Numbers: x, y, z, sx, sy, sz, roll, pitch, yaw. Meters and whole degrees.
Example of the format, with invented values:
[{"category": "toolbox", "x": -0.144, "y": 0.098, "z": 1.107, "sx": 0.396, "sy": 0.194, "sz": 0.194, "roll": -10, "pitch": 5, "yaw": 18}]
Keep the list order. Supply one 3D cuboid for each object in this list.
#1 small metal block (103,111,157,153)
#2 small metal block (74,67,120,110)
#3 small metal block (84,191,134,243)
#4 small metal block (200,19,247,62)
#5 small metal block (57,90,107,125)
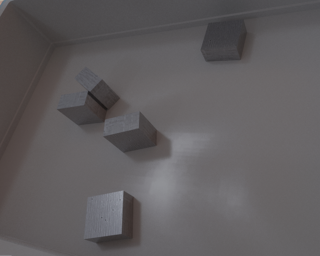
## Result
[{"category": "small metal block", "x": -0.038, "y": 0.006, "z": 0.404, "sx": 0.050, "sy": 0.050, "sz": 0.025, "roll": -13, "pitch": 57, "yaw": 21}, {"category": "small metal block", "x": -0.096, "y": -0.061, "z": 0.476, "sx": 0.025, "sy": 0.050, "sz": 0.050, "roll": -48, "pitch": 52, "yaw": -5}, {"category": "small metal block", "x": -0.060, "y": 0.107, "z": 0.370, "sx": 0.050, "sy": 0.025, "sz": 0.050, "roll": -14, "pitch": 56, "yaw": 19}, {"category": "small metal block", "x": 0.090, "y": -0.122, "z": 0.432, "sx": 0.050, "sy": 0.025, "sz": 0.050, "roll": 4, "pitch": 64, "yaw": 29}, {"category": "small metal block", "x": -0.116, "y": -0.029, "z": 0.466, "sx": 0.050, "sy": 0.050, "sz": 0.025, "roll": -6, "pitch": 60, "yaw": 25}]
